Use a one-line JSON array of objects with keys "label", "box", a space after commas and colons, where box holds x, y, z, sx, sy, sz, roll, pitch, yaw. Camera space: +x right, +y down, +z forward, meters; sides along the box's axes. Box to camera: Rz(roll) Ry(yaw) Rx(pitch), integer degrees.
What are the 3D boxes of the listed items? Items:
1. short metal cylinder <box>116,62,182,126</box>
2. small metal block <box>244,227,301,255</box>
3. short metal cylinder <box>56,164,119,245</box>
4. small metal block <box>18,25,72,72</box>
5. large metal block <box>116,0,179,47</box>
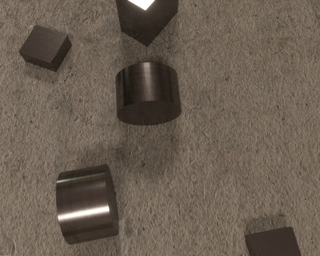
[{"label": "short metal cylinder", "box": [-0.015, -0.040, 0.394, 0.081, 0.080, 0.050, -4, 70, -2]}, {"label": "small metal block", "box": [0.132, 0.145, 0.357, 0.050, 0.025, 0.050, -10, 70, -4]}, {"label": "short metal cylinder", "box": [-0.079, 0.084, 0.347, 0.050, 0.080, 0.080, -10, 71, -4]}, {"label": "small metal block", "box": [-0.165, -0.115, 0.448, 0.050, 0.025, 0.050, 20, 71, 7]}, {"label": "large metal block", "box": [-0.016, -0.179, 0.444, 0.050, 0.080, 0.080, 34, 73, 11]}]
